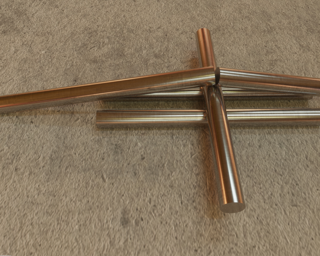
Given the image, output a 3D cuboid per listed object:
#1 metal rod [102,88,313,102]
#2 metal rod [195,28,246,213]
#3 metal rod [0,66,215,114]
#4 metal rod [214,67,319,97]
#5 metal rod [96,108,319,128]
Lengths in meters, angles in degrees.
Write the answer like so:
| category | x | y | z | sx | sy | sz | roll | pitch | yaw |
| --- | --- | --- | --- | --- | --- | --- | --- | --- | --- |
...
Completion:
| category | x | y | z | sx | sy | sz | roll | pitch | yaw |
| --- | --- | --- | --- | --- | --- | --- | --- | --- | --- |
| metal rod | 0.068 | -0.052 | 0.448 | 0.302 | 0.025 | 0.025 | -1 | 50 | -1 |
| metal rod | 0.071 | -0.036 | 0.403 | 0.025 | 0.025 | 0.300 | 0 | 50 | -1 |
| metal rod | -0.080 | -0.049 | 0.412 | 0.302 | 0.025 | 0.025 | -7 | 50 | 6 |
| metal rod | 0.221 | -0.055 | 0.421 | 0.302 | 0.025 | 0.025 | 4 | 50 | -10 |
| metal rod | 0.068 | -0.013 | 0.416 | 0.302 | 0.025 | 0.025 | -1 | 50 | -1 |
